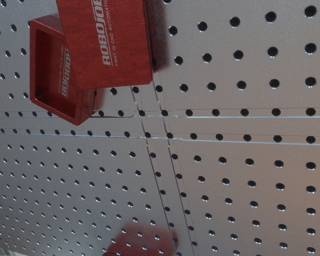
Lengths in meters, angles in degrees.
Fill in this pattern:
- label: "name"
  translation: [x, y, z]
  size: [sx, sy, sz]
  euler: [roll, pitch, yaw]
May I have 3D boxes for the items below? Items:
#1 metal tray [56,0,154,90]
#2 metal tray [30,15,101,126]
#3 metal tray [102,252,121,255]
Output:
- label: "metal tray"
  translation: [-0.059, -0.112, 0.348]
  size: [0.091, 0.030, 0.129]
  euler: [-4, 119, 4]
- label: "metal tray"
  translation: [-0.134, -0.076, 0.429]
  size: [0.090, 0.030, 0.129]
  euler: [27, 128, 11]
- label: "metal tray"
  translation: [-0.072, 0.294, 0.586]
  size: [0.130, 0.090, 0.030]
  euler: [4, 120, 26]
